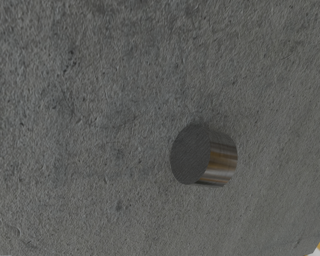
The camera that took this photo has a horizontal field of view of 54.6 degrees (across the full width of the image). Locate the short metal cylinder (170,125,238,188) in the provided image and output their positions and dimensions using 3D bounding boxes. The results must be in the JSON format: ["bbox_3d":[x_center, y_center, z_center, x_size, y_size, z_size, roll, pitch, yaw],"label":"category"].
[{"bbox_3d":[0.059,0.040,0.427,0.050,0.080,0.080,14,111,-34],"label":"short metal cylinder"}]
